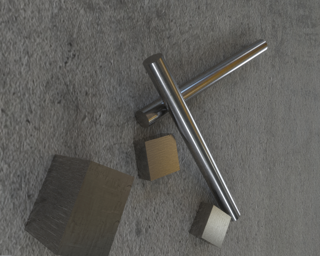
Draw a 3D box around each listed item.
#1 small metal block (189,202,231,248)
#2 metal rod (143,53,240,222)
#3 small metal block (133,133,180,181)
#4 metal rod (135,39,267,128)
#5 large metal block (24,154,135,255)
[{"bbox_3d":[0.077,0.148,0.473,0.050,0.025,0.050,39,66,-33],"label":"small metal block"},{"bbox_3d":[0.055,0.032,0.431,0.025,0.025,0.299,-49,126,-29],"label":"metal rod"},{"bbox_3d":[-0.004,0.036,0.404,0.050,0.025,0.050,-14,99,-39],"label":"small metal block"},{"bbox_3d":[0.080,-0.080,0.474,0.302,0.025,0.025,-34,111,-35],"label":"metal rod"},{"bbox_3d":[-0.080,0.074,0.303,0.050,0.080,0.080,29,72,-37],"label":"large metal block"}]
